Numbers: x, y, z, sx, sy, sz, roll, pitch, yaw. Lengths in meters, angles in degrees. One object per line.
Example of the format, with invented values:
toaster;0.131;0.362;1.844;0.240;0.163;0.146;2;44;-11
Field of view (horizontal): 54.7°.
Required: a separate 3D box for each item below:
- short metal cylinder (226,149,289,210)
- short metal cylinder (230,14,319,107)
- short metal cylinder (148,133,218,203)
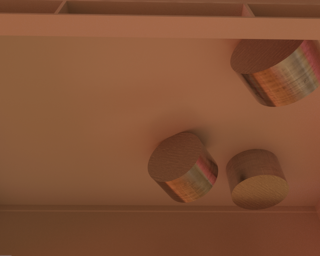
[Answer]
short metal cylinder;0.142;0.077;0.459;0.081;0.050;0.079;0;130;0
short metal cylinder;0.120;-0.068;0.316;0.080;0.080;0.050;-32;123;24
short metal cylinder;0.031;0.053;0.418;0.080;0.080;0.050;-25;126;19
